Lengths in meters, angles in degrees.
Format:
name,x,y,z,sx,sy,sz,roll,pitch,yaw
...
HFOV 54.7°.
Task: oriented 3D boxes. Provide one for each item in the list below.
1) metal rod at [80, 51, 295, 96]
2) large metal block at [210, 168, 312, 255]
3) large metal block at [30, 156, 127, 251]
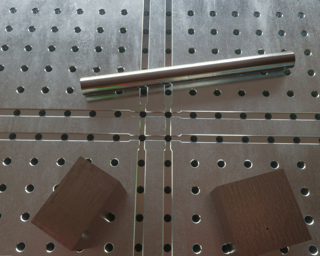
name,x,y,z,sx,sy,sz,roll,pitch,yaw
metal rod,0.041,-0.079,0.440,0.302,0.025,0.025,-8,70,-4
large metal block,0.113,0.101,0.363,0.081,0.050,0.080,-14,71,-6
large metal block,-0.085,0.087,0.350,0.050,0.080,0.080,31,73,10
